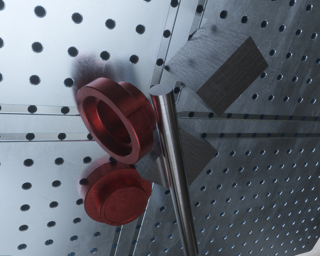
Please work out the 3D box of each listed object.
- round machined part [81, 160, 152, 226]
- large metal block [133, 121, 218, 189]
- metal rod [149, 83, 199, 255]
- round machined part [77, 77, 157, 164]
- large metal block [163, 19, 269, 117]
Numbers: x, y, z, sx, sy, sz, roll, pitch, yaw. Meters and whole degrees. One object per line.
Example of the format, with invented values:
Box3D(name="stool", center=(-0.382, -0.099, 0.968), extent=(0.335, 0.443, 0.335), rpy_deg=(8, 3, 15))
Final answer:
Box3D(name="round machined part", center=(-0.055, 0.096, 0.429), extent=(0.099, 0.042, 0.097), rpy_deg=(-14, 124, -21))
Box3D(name="large metal block", center=(0.018, 0.036, 0.427), extent=(0.080, 0.050, 0.080), rpy_deg=(30, 102, -38))
Box3D(name="metal rod", center=(0.025, 0.078, 0.408), extent=(0.025, 0.025, 0.298), rpy_deg=(-23, 127, -15))
Box3D(name="round machined part", center=(-0.042, -0.012, 0.339), extent=(0.042, 0.098, 0.097), rpy_deg=(-39, 134, -32))
Box3D(name="large metal block", center=(0.063, -0.072, 0.365), extent=(0.080, 0.080, 0.050), rpy_deg=(-46, 129, 4))
